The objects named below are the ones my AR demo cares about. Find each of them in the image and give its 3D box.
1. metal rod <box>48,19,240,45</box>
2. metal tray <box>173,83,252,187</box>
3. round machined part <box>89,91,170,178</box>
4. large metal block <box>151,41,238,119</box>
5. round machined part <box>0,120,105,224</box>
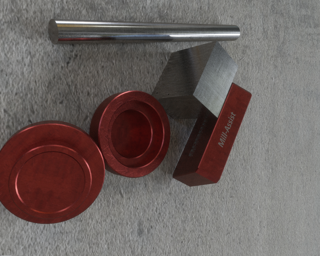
[{"bbox_3d":[0.006,-0.126,0.408,0.302,0.025,0.025,-14,99,-39],"label":"metal rod"},{"bbox_3d":[0.068,0.012,0.416,0.030,0.090,0.130,29,70,-9],"label":"metal tray"},{"bbox_3d":[-0.038,0.007,0.362,0.099,0.042,0.097,0,90,-40],"label":"round machined part"},{"bbox_3d":[0.044,-0.059,0.405,0.050,0.080,0.080,38,67,-34],"label":"large metal block"},{"bbox_3d":[-0.100,0.044,0.287,0.099,0.042,0.097,-4,101,-18],"label":"round machined part"}]
